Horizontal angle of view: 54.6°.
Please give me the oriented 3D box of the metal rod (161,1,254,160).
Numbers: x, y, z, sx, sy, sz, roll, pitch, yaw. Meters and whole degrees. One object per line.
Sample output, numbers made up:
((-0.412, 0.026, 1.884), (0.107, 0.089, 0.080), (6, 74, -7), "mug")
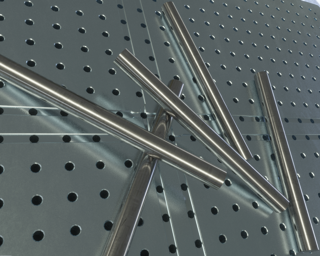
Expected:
((0.068, -0.082, 0.494), (0.025, 0.025, 0.299), (-10, 67, -32), "metal rod")

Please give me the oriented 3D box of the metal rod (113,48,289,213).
((0.060, 0.009, 0.409), (0.300, 0.025, 0.025), (42, 51, -9), "metal rod")

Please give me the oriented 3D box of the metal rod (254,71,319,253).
((0.191, 0.035, 0.488), (0.025, 0.025, 0.299), (10, 57, -23), "metal rod")

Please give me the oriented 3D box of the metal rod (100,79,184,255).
((-0.017, 0.050, 0.367), (0.025, 0.025, 0.300), (28, 52, -11), "metal rod")

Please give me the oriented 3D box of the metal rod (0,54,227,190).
((-0.062, -0.008, 0.356), (0.301, 0.025, 0.025), (27, 52, -2), "metal rod")
